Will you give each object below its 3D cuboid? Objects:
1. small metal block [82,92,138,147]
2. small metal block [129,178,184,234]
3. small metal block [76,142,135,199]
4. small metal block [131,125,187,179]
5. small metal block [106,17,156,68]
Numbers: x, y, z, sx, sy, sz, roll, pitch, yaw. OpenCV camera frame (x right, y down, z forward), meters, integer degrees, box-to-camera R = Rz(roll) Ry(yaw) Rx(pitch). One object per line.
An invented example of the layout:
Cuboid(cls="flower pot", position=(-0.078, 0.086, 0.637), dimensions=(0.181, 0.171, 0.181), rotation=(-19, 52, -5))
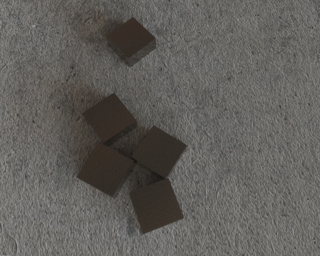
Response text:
Cuboid(cls="small metal block", position=(-0.066, -0.010, 0.411), dimensions=(0.050, 0.025, 0.050), rotation=(-36, 74, -12))
Cuboid(cls="small metal block", position=(-0.004, 0.094, 0.373), dimensions=(0.050, 0.025, 0.050), rotation=(-19, 71, -7))
Cuboid(cls="small metal block", position=(-0.067, 0.054, 0.388), dimensions=(0.050, 0.025, 0.050), rotation=(27, 72, 9))
Cuboid(cls="small metal block", position=(-0.001, 0.033, 0.396), dimensions=(0.050, 0.025, 0.050), rotation=(31, 73, 10))
Cuboid(cls="small metal block", position=(-0.041, -0.126, 0.454), dimensions=(0.050, 0.025, 0.050), rotation=(-40, 75, -13))
